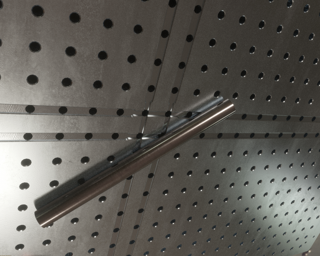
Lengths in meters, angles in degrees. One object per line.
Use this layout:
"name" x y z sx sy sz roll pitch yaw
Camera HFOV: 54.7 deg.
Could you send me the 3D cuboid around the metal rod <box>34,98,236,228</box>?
"metal rod" -0.027 0.043 0.424 0.301 0.025 0.025 -30 129 -9
